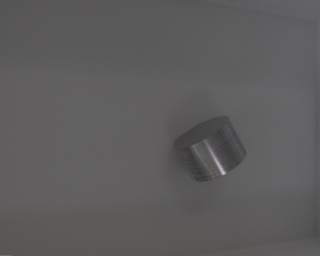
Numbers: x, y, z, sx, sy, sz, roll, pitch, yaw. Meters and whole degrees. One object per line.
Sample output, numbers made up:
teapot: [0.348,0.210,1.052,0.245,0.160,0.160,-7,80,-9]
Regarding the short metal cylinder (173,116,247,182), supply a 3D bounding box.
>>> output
short metal cylinder: [0.065,0.026,0.405,0.080,0.080,0.050,-33,101,-17]
